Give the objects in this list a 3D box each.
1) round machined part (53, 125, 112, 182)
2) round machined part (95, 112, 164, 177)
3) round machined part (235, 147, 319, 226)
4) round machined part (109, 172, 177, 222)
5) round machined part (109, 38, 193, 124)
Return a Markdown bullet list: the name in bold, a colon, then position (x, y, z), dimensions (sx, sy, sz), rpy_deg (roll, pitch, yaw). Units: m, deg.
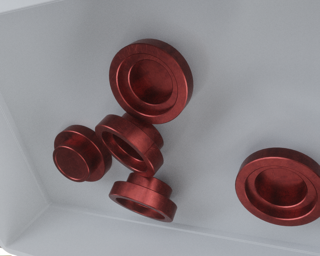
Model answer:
- **round machined part**: position (-0.130, 0.047, 0.493), dimensions (0.098, 0.042, 0.097), rpy_deg (13, 124, 20)
- **round machined part**: position (-0.034, 0.017, 0.409), dimensions (0.098, 0.042, 0.098), rpy_deg (31, 154, 18)
- **round machined part**: position (0.142, 0.064, 0.362), dimensions (0.098, 0.042, 0.097), rpy_deg (13, 124, 20)
- **round machined part**: position (-0.021, 0.098, 0.450), dimensions (0.098, 0.042, 0.098), rpy_deg (18, 155, 9)
- **round machined part**: position (-0.007, -0.057, 0.365), dimensions (0.098, 0.042, 0.097), rpy_deg (13, 124, 20)
